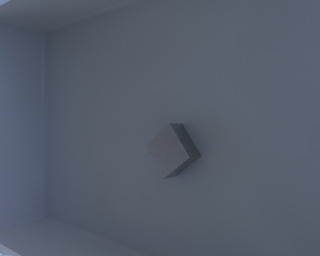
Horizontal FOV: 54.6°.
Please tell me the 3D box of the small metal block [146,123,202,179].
[{"bbox_3d":[0.016,0.029,0.394,0.050,0.025,0.050,-44,64,31],"label":"small metal block"}]
